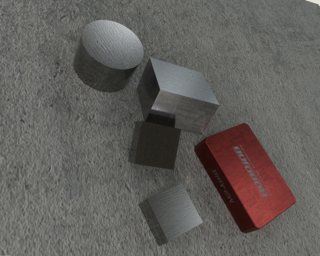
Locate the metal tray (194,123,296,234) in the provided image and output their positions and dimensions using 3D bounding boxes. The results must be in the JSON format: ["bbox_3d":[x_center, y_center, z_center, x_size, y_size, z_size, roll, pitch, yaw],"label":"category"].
[{"bbox_3d":[0.116,0.064,0.424,0.091,0.030,0.130,-18,71,-35],"label":"metal tray"}]

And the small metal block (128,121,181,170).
[{"bbox_3d":[-0.007,0.021,0.374,0.050,0.025,0.050,12,85,-22],"label":"small metal block"}]

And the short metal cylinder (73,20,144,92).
[{"bbox_3d":[-0.068,-0.094,0.408,0.081,0.050,0.080,14,56,-21],"label":"short metal cylinder"}]

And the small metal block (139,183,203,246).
[{"bbox_3d":[0.012,0.097,0.351,0.050,0.025,0.050,-17,71,-35],"label":"small metal block"}]

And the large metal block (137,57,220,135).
[{"bbox_3d":[0.020,-0.042,0.408,0.081,0.050,0.080,12,36,-22],"label":"large metal block"}]
